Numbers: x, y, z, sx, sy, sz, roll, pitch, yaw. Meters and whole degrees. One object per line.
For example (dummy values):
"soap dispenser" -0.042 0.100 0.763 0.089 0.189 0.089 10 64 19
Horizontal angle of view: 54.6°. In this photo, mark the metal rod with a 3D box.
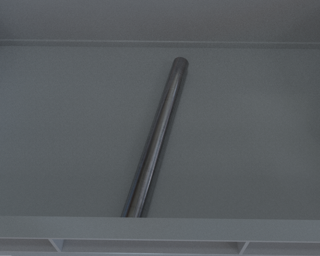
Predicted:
"metal rod" -0.002 0.009 0.397 0.025 0.025 0.300 10 51 9
